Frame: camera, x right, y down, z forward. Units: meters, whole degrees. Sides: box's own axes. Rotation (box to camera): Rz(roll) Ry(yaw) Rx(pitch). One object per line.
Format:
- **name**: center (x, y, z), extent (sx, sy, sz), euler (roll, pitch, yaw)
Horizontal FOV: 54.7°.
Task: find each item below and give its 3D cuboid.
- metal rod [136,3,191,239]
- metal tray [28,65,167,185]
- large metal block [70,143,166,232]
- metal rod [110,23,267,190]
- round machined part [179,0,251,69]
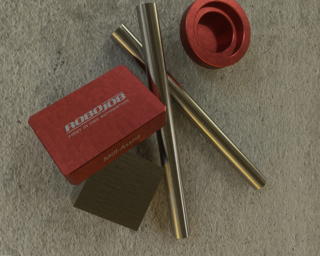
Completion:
- **metal rod**: center (0.007, -0.001, 0.394), extent (0.025, 0.025, 0.298), euler (-13, 101, -20)
- **metal tray**: center (-0.069, -0.008, 0.355), extent (0.131, 0.030, 0.090), euler (-34, 63, -17)
- **large metal block**: center (-0.052, 0.067, 0.377), extent (0.080, 0.050, 0.080), euler (28, 81, -18)
- **metal rod**: center (0.048, -0.020, 0.427), extent (0.300, 0.025, 0.025), euler (45, 76, -15)
- **round machined part**: center (0.072, -0.130, 0.428), extent (0.099, 0.042, 0.097), euler (0, 90, -21)
